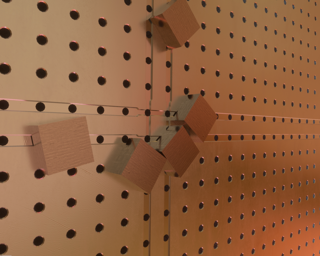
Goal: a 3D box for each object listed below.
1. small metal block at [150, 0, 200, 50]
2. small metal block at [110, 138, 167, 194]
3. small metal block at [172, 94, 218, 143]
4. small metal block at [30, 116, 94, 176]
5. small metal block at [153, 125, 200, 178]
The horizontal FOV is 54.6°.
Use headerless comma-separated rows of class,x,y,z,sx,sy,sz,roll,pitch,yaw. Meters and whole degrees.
small metal block,0.022,-0.144,0.426,0.050,0.025,0.050,-50,120,-28
small metal block,-0.026,0.047,0.387,0.050,0.025,0.050,41,65,-32
small metal block,0.052,-0.014,0.451,0.050,0.025,0.050,47,62,-30
small metal block,-0.101,0.017,0.324,0.050,0.025,0.050,-15,100,-39
small metal block,0.021,0.032,0.426,0.050,0.025,0.050,-50,119,-28
